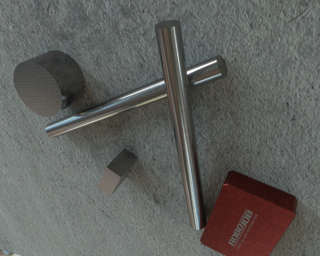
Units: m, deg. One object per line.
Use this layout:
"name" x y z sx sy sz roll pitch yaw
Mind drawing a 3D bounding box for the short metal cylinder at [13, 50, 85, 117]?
"short metal cylinder" -0.153 -0.062 0.431 0.080 0.050 0.079 13 124 20

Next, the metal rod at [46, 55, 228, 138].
"metal rod" -0.053 -0.031 0.413 0.300 0.025 0.025 -16 110 34

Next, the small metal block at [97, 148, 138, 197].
"small metal block" -0.063 0.066 0.463 0.025 0.050 0.050 34 129 5

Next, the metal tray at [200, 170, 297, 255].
"metal tray" 0.115 0.128 0.422 0.090 0.030 0.129 22 127 14

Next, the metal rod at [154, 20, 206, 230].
"metal rod" 0.032 0.021 0.379 0.025 0.025 0.298 6 128 24
